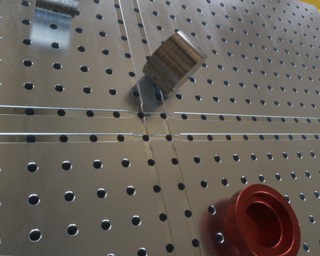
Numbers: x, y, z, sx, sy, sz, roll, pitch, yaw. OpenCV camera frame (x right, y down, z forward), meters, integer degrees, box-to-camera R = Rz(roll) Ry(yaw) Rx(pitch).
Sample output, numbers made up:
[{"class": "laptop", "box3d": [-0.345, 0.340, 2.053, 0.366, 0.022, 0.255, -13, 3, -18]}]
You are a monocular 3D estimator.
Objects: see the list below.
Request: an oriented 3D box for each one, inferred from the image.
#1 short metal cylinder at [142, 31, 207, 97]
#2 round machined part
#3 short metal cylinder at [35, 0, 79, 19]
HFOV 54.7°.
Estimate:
[{"class": "short metal cylinder", "box3d": [0.021, -0.090, 0.441, 0.050, 0.080, 0.080, 45, 51, 2]}, {"class": "round machined part", "box3d": [0.124, 0.124, 0.391, 0.099, 0.042, 0.098, 14, 56, -21]}, {"class": "short metal cylinder", "box3d": [-0.137, -0.195, 0.419, 0.050, 0.080, 0.080, 7, 59, -25]}]
